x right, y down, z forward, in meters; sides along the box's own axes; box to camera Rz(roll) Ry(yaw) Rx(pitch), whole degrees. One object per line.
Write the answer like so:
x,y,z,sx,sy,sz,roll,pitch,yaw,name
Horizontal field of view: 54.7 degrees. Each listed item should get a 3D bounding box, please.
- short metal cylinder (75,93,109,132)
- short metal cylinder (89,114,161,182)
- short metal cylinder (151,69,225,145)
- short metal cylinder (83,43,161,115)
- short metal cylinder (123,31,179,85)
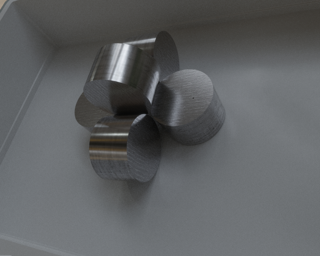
-0.072,-0.024,0.440,0.080,0.050,0.080,-13,56,21,short metal cylinder
-0.039,0.024,0.374,0.050,0.080,0.080,-1,61,27,short metal cylinder
0.034,-0.025,0.384,0.080,0.050,0.080,-13,56,21,short metal cylinder
-0.044,-0.054,0.367,0.080,0.080,0.050,-1,61,28,short metal cylinder
-0.012,-0.090,0.429,0.050,0.080,0.080,-1,61,27,short metal cylinder
